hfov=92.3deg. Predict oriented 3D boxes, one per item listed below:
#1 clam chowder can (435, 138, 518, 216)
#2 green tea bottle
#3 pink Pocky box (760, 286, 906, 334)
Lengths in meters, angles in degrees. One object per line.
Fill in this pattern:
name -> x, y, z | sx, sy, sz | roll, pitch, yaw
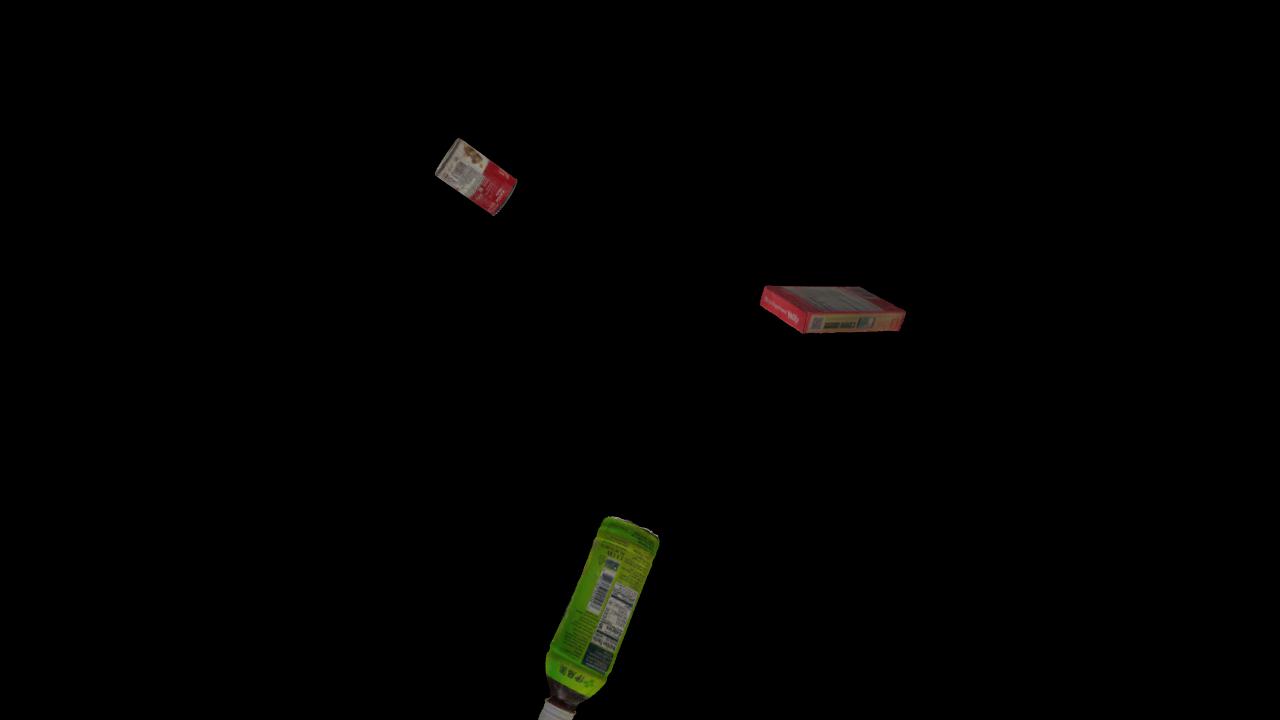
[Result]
clam chowder can -> -0.245, -0.273, 0.920 | 0.102, 0.068, 0.068 | 32, -16, -27
green tea bottle -> -0.048, 0.272, 0.638 | 0.073, 0.212, 0.073 | 21, -26, 10
pink Pocky box -> 0.229, -0.061, 0.731 | 0.155, 0.029, 0.084 | -3, 28, -27
